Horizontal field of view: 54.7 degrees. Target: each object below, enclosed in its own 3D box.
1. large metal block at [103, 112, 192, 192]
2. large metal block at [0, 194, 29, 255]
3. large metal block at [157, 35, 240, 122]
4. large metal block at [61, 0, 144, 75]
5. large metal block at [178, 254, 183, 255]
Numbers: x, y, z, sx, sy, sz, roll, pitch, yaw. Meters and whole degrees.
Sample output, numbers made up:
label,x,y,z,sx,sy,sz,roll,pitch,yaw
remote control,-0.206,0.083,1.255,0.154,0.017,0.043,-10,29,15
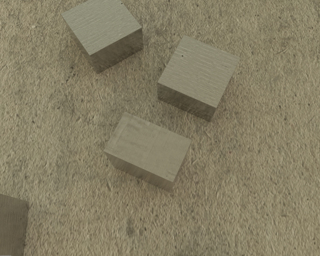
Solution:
label,x,y,z,sx,sy,sz,roll,pitch,yaw
large metal block,-0.013,0.032,0.367,0.080,0.080,0.050,23,72,8
large metal block,-0.187,0.117,0.335,0.050,0.080,0.080,-2,70,-1
large metal block,0.051,-0.066,0.419,0.080,0.050,0.080,25,72,8
large metal block,-0.080,-0.138,0.444,0.080,0.050,0.080,-32,73,-11
large metal block,0.043,0.190,0.326,0.080,0.050,0.080,22,72,8
